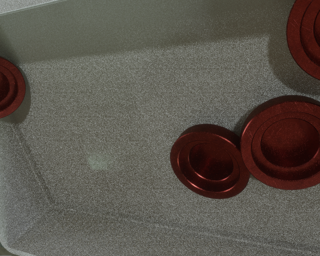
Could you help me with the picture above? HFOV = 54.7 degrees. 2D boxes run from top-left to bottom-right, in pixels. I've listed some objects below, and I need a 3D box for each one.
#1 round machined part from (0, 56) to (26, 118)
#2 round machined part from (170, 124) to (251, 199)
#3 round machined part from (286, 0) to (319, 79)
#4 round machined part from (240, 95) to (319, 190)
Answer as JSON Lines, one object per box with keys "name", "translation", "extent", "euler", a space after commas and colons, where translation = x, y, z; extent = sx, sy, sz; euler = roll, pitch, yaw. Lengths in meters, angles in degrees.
{"name": "round machined part", "translation": [-0.261, -0.065, 0.469], "extent": [0.042, 0.099, 0.097], "euler": [31, 136, 49]}
{"name": "round machined part", "translation": [0.066, 0.037, 0.385], "extent": [0.098, 0.042, 0.097], "euler": [14, 125, 21]}
{"name": "round machined part", "translation": [0.160, -0.089, 0.258], "extent": [0.098, 0.042, 0.097], "euler": [13, 124, 21]}
{"name": "round machined part", "translation": [0.134, 0.012, 0.324], "extent": [0.098, 0.042, 0.097], "euler": [5, 113, 11]}
